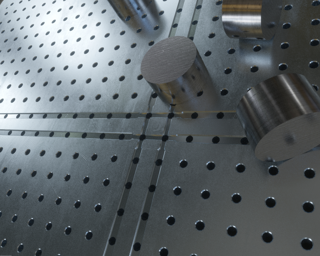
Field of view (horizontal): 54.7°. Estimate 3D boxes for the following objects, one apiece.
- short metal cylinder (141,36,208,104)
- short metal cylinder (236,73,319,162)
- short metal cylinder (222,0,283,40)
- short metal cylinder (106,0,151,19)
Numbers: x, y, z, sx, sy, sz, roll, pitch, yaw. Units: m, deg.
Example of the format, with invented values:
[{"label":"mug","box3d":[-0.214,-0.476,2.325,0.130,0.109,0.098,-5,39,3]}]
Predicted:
[{"label":"short metal cylinder","box3d":[0.021,-0.080,0.429,0.080,0.050,0.080,-13,56,21]},{"label":"short metal cylinder","box3d":[0.125,-0.009,0.313,0.080,0.080,0.050,-25,53,12]},{"label":"short metal cylinder","box3d":[0.122,-0.157,0.405,0.050,0.080,0.080,15,69,34]},{"label":"short metal cylinder","box3d":[-0.061,-0.253,0.577,0.080,0.050,0.080,-13,57,20]}]
